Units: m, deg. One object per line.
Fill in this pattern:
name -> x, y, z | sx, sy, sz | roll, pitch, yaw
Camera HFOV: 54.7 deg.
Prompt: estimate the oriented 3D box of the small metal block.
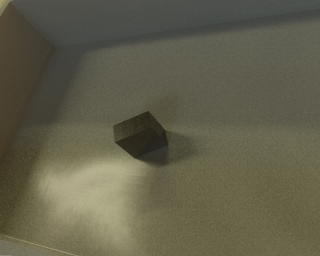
small metal block -> -0.024, 0.010, 0.395 | 0.050, 0.050, 0.025 | -22, 54, 15
